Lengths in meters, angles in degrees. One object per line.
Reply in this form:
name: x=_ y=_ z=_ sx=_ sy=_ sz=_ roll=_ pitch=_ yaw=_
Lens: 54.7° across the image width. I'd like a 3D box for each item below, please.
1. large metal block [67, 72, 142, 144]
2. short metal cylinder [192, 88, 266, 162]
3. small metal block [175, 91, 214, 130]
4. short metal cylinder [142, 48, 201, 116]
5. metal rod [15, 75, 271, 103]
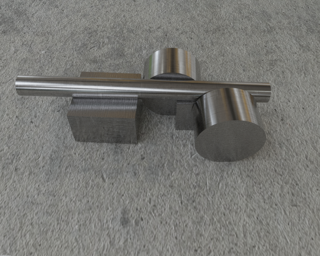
large metal block: x=-0.067 y=-0.027 z=0.407 sx=0.081 sy=0.050 sz=0.080 roll=3 pitch=50 yaw=1
short metal cylinder: x=0.080 y=-0.002 z=0.371 sx=0.081 sy=0.080 sz=0.050 roll=0 pitch=50 yaw=-1
small metal block: x=0.046 y=-0.022 z=0.406 sx=0.050 sy=0.050 sz=0.025 roll=1 pitch=50 yaw=0
short metal cylinder: x=0.016 y=-0.061 z=0.421 sx=0.081 sy=0.080 sz=0.050 roll=2 pitch=50 yaw=1
metal rod: x=-0.019 y=-0.048 z=0.378 sx=0.302 sy=0.025 sz=0.025 roll=2 pitch=50 yaw=-1
